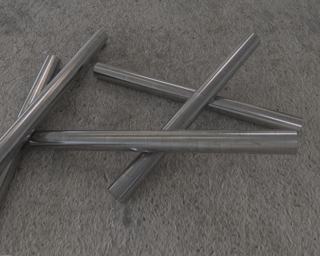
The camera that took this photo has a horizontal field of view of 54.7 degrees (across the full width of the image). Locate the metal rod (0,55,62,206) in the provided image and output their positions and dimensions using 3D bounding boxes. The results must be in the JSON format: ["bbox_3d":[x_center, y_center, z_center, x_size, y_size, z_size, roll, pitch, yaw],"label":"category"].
[{"bbox_3d":[-0.179,0.009,0.394,0.025,0.025,0.300,3,50,2],"label":"metal rod"}]

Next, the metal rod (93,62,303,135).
[{"bbox_3d":[0.043,-0.046,0.441,0.301,0.025,0.025,18,52,14],"label":"metal rod"}]

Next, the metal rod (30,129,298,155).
[{"bbox_3d":[-0.012,0.014,0.345,0.301,0.025,0.025,0,49,17],"label":"metal rod"}]

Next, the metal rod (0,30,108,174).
[{"bbox_3d":[-0.142,-0.058,0.432,0.025,0.025,0.301,12,46,10],"label":"metal rod"}]

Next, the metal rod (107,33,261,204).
[{"bbox_3d":[0.044,-0.027,0.399,0.025,0.025,0.301,32,65,23],"label":"metal rod"}]
